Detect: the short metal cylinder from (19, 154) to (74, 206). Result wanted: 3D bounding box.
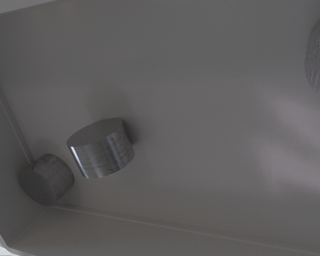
[{"bbox_3d":[-0.203,0.093,0.558,0.080,0.050,0.079,13,124,21],"label":"short metal cylinder"}]

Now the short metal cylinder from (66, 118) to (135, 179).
[{"bbox_3d":[-0.082,0.027,0.433,0.080,0.080,0.050,-6,116,31],"label":"short metal cylinder"}]

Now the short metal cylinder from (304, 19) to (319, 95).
[{"bbox_3d":[0.169,-0.064,0.264,0.080,0.050,0.079,13,124,21],"label":"short metal cylinder"}]
